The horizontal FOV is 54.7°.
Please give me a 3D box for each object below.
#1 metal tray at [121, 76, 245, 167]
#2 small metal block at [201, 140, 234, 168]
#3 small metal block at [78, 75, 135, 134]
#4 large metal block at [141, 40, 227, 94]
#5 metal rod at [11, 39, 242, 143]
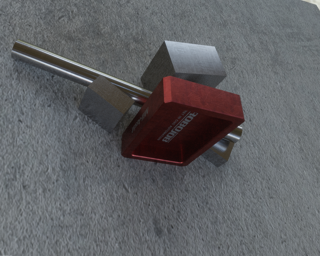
[{"bbox_3d":[0.019,0.001,0.350,0.091,0.129,0.030,12,57,-22],"label":"metal tray"},{"bbox_3d":[0.075,0.019,0.437,0.050,0.025,0.050,36,51,-5],"label":"small metal block"},{"bbox_3d":[-0.065,-0.027,0.371,0.050,0.050,0.025,38,51,-3],"label":"small metal block"},{"bbox_3d":[0.030,-0.071,0.430,0.081,0.080,0.050,-2,63,-30],"label":"large metal block"},{"bbox_3d":[-0.033,-0.043,0.397,0.302,0.025,0.025,20,54,-10],"label":"metal rod"}]
